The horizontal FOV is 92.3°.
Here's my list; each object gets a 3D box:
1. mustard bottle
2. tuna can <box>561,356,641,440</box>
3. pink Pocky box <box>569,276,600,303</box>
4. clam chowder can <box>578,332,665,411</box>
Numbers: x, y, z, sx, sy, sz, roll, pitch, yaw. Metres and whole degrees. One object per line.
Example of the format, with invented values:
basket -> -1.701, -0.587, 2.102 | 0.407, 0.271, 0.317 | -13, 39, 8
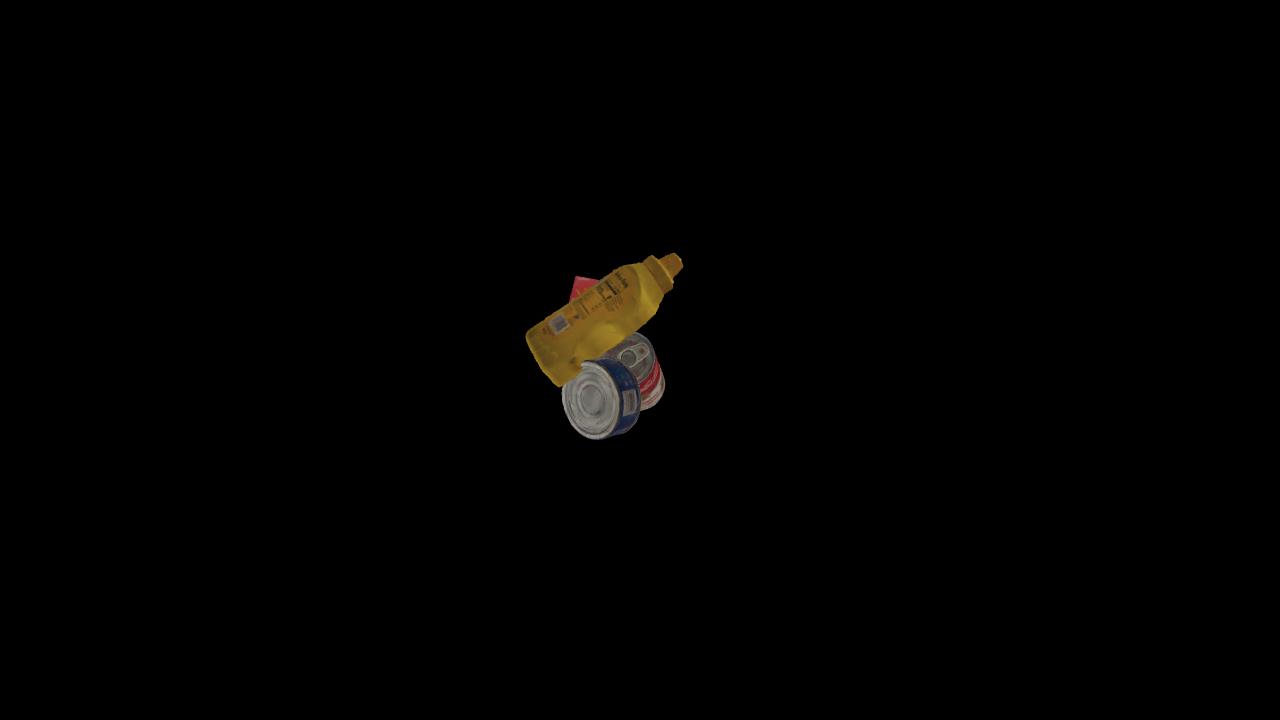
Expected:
mustard bottle -> -0.032, -0.054, 0.651 | 0.184, 0.054, 0.092 | -36, 32, 0
tuna can -> -0.041, 0.039, 0.632 | 0.084, 0.084, 0.034 | 0, 7, 39
pink Pocky box -> -0.051, -0.043, 0.756 | 0.084, 0.029, 0.155 | 10, 43, -3
clam chowder can -> -0.009, 0.016, 0.722 | 0.068, 0.068, 0.102 | 0, -20, 9
